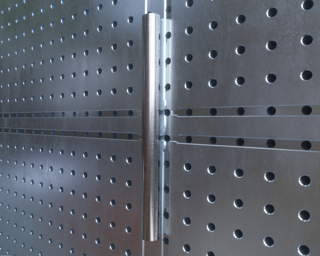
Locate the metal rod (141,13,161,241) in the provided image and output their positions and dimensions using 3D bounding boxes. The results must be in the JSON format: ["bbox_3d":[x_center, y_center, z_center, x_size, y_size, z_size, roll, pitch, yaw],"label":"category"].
[{"bbox_3d":[-0.012,-0.001,0.417,0.025,0.025,0.298,1,90,39],"label":"metal rod"}]
